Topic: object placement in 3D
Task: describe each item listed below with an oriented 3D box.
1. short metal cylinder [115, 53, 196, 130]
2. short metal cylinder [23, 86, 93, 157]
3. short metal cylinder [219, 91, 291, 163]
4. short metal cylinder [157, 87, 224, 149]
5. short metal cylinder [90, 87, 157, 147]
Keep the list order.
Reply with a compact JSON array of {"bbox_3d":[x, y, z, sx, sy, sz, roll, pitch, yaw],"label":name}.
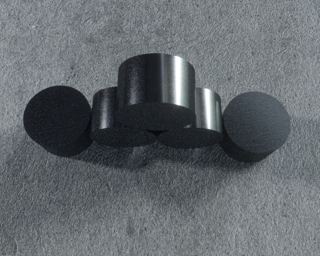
[{"bbox_3d":[-0.004,-0.034,0.319,0.080,0.080,0.050,1,71,0],"label":"short metal cylinder"},{"bbox_3d":[-0.125,-0.007,0.398,0.081,0.050,0.080,0,70,-1],"label":"short metal cylinder"},{"bbox_3d":[0.117,0.000,0.396,0.081,0.050,0.080,0,70,-1],"label":"short metal cylinder"},{"bbox_3d":[0.036,-0.010,0.384,0.081,0.080,0.050,0,69,0],"label":"short metal cylinder"},{"bbox_3d":[-0.044,-0.011,0.384,0.081,0.080,0.050,0,70,0],"label":"short metal cylinder"}]
